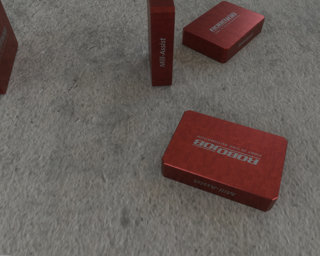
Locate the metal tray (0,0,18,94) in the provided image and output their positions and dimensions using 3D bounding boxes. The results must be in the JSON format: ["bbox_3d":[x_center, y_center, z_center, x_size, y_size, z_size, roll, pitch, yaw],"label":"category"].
[{"bbox_3d":[-0.251,-0.123,0.460,0.030,0.089,0.130,-6,50,-5],"label":"metal tray"}]

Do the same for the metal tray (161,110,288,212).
[{"bbox_3d":[0.077,0.035,0.372,0.130,0.030,0.090,17,52,13],"label":"metal tray"}]

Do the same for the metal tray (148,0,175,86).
[{"bbox_3d":[0.000,-0.136,0.449,0.030,0.129,0.090,-4,50,-3],"label":"metal tray"}]

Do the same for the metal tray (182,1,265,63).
[{"bbox_3d":[0.112,-0.173,0.547,0.090,0.030,0.131,33,57,24],"label":"metal tray"}]
